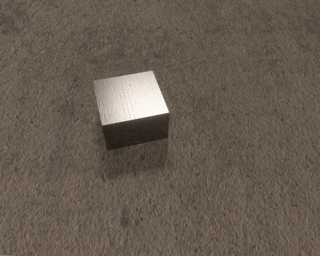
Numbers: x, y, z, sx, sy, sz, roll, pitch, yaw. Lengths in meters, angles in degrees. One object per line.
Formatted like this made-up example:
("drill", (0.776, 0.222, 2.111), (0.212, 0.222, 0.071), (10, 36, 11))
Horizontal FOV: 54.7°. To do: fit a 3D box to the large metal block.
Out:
("large metal block", (-0.039, -0.024, 0.407), (0.081, 0.050, 0.080), (-12, 51, -10))
